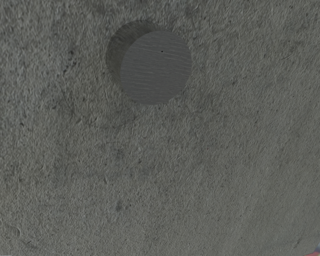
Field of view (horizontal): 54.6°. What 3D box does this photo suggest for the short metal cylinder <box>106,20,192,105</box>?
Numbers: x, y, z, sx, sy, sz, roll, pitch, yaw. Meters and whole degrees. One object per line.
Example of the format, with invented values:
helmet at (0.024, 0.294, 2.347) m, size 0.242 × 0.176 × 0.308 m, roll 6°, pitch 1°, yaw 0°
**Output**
short metal cylinder at (-0.013, -0.072, 0.339) m, size 0.081 × 0.050 × 0.080 m, roll -14°, pitch 124°, yaw -21°
